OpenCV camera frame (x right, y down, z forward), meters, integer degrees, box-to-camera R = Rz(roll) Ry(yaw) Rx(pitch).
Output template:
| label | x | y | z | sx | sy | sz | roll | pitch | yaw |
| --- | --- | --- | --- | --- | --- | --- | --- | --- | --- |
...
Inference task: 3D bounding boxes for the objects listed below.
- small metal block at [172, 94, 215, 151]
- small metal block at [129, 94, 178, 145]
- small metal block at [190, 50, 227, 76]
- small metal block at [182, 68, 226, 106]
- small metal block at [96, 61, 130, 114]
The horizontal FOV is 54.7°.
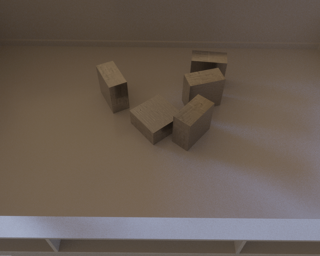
| label | x | y | z | sx | sy | sz | roll | pitch | yaw |
| --- | --- | --- | --- | --- | --- | --- | --- | --- | --- |
| small metal block | 0.042 | -0.007 | 0.395 | 0.025 | 0.050 | 0.050 | 33 | 57 | 24 |
| small metal block | -0.005 | -0.012 | 0.415 | 0.050 | 0.025 | 0.050 | -32 | 57 | -24 |
| small metal block | 0.071 | -0.086 | 0.462 | 0.050 | 0.050 | 0.025 | 5 | 50 | 4 |
| small metal block | 0.060 | -0.053 | 0.434 | 0.050 | 0.050 | 0.025 | -12 | 51 | -11 |
| small metal block | -0.066 | -0.057 | 0.436 | 0.025 | 0.050 | 0.050 | -21 | 54 | -17 |
